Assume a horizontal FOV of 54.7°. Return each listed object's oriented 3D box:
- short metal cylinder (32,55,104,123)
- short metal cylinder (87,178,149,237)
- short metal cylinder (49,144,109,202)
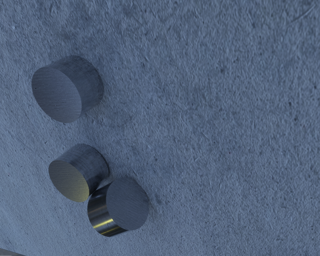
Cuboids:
[{"bbox_3d":[-0.125,-0.053,0.424,0.080,0.050,0.079,13,124,21],"label":"short metal cylinder"},{"bbox_3d":[-0.064,0.123,0.481,0.050,0.080,0.080,-32,101,38],"label":"short metal cylinder"},{"bbox_3d":[-0.132,0.073,0.503,0.080,0.050,0.079,14,123,23],"label":"short metal cylinder"}]
